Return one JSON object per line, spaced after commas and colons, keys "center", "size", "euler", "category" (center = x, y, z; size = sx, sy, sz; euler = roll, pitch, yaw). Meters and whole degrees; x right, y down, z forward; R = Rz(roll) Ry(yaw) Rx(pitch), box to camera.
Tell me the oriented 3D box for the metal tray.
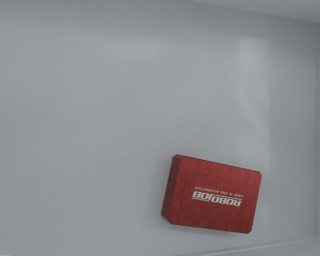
{"center": [0.074, 0.093, 0.435], "size": [0.131, 0.030, 0.090], "euler": [14, 85, -20], "category": "metal tray"}
